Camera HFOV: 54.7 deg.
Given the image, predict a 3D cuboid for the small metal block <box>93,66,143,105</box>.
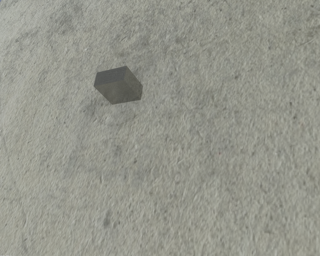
[{"bbox_3d":[-0.060,-0.061,0.455,0.050,0.050,0.025,-7,59,24],"label":"small metal block"}]
